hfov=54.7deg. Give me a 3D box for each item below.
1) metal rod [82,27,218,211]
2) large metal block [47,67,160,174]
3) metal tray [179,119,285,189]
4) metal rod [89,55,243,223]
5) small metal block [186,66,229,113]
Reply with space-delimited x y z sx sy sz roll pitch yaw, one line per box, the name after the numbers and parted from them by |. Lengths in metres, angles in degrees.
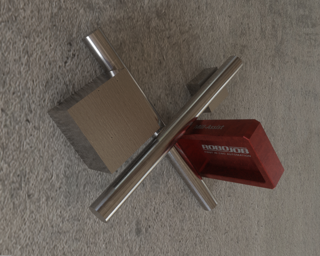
0.000 0.006 0.408 0.025 0.025 0.299 -50 120 -29 | metal rod
-0.059 -0.009 0.341 0.080 0.050 0.080 -44 117 -31 | large metal block
0.084 0.032 0.410 0.030 0.130 0.090 -50 120 -28 | metal tray
0.025 -0.005 0.396 0.301 0.025 0.025 -47 118 -30 | metal rod
0.073 -0.058 0.469 0.050 0.025 0.050 -43 116 -32 | small metal block
